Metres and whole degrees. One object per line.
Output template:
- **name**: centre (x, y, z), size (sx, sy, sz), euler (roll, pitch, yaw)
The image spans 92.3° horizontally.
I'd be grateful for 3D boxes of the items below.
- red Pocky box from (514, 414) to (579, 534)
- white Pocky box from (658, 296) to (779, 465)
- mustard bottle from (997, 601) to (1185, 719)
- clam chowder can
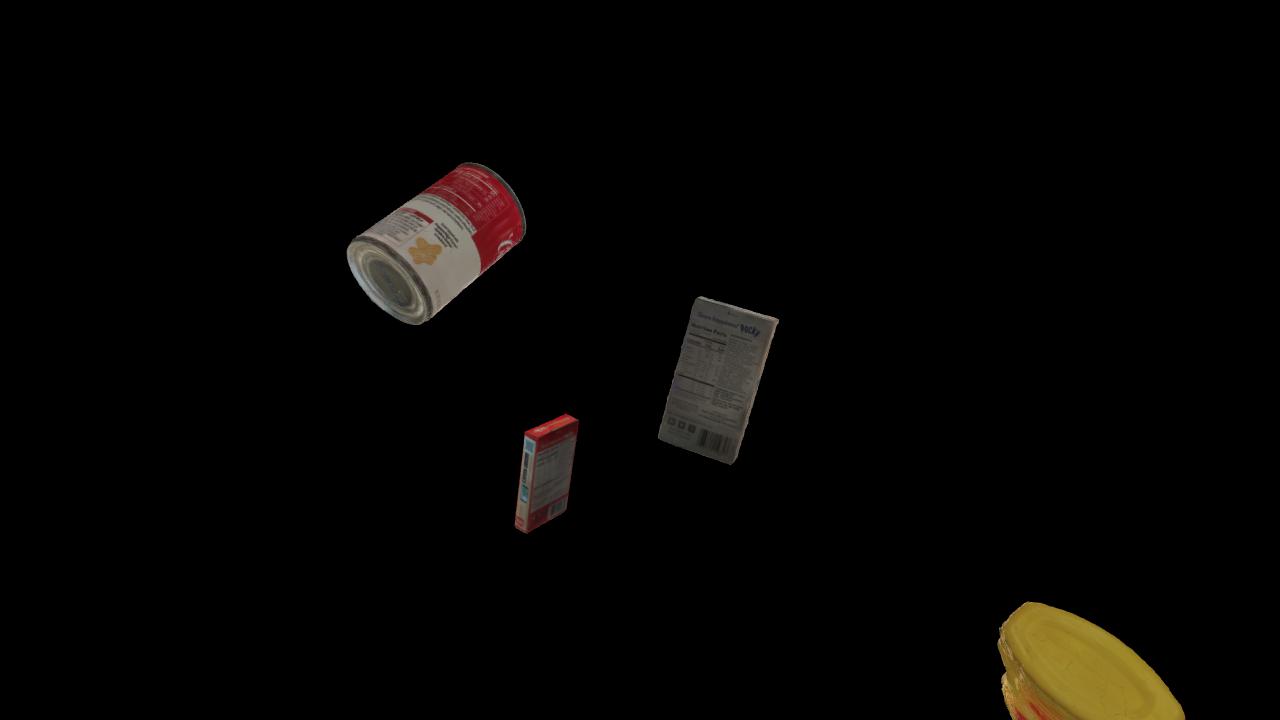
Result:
- **red Pocky box**: centre (-0.128, 0.155, 0.845), size (0.028, 0.155, 0.083), euler (25, 26, 31)
- **white Pocky box**: centre (0.076, 0.021, 0.617), size (0.084, 0.154, 0.028), euler (18, 15, 17)
- **mustard bottle**: centre (0.287, 0.238, 0.406), size (0.054, 0.184, 0.092), euler (-40, 40, -16)
- **clam chowder can**: centre (-0.134, -0.079, 0.415), size (0.068, 0.068, 0.102), euler (0, 39, 40)
